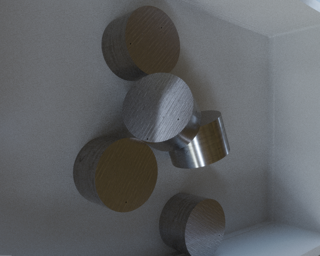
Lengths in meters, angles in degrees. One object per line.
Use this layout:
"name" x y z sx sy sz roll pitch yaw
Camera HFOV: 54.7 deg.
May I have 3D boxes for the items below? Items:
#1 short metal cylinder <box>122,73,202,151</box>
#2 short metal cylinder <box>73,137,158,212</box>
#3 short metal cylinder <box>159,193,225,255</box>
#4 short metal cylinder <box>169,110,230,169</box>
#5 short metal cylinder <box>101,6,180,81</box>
"short metal cylinder" 0.004 -0.017 0.357 0.050 0.080 0.080 43 59 -67
"short metal cylinder" -0.050 0.050 0.351 0.081 0.050 0.079 0 91 -40
"short metal cylinder" 0.046 0.134 0.431 0.081 0.050 0.079 0 90 -40
"short metal cylinder" 0.048 0.013 0.413 0.081 0.080 0.050 -28 108 -37
"short metal cylinder" -0.022 -0.099 0.373 0.081 0.050 0.079 0 90 -40
